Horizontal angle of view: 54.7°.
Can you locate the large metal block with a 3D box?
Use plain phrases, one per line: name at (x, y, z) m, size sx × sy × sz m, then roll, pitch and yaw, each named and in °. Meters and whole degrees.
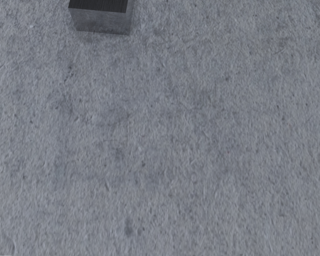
large metal block at (-0.083, -0.191, 0.464) m, size 0.080 × 0.050 × 0.080 m, roll 6°, pitch 70°, yaw 2°
